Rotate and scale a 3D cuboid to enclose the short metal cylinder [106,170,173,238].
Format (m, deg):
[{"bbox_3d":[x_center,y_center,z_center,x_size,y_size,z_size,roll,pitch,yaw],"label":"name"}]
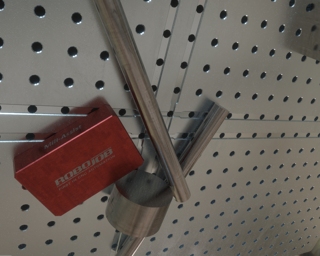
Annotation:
[{"bbox_3d":[-0.029,0.101,0.422,0.081,0.080,0.050,6,116,-31],"label":"short metal cylinder"}]

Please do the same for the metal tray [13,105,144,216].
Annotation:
[{"bbox_3d":[-0.096,0.042,0.382,0.131,0.030,0.090,-32,129,-8],"label":"metal tray"}]

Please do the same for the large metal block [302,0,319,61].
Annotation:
[{"bbox_3d":[0.263,-0.146,0.448,0.081,0.050,0.079,-19,126,-18],"label":"large metal block"}]

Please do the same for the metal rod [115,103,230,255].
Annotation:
[{"bbox_3d":[0.012,0.094,0.475,0.025,0.025,0.299,22,107,-36],"label":"metal rod"}]

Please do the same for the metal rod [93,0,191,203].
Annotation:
[{"bbox_3d":[-0.012,-0.018,0.376,0.025,0.025,0.299,-28,123,-11],"label":"metal rod"}]
